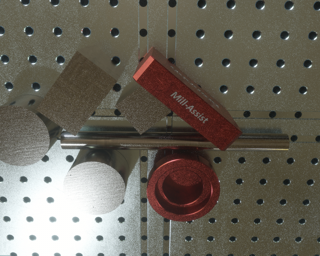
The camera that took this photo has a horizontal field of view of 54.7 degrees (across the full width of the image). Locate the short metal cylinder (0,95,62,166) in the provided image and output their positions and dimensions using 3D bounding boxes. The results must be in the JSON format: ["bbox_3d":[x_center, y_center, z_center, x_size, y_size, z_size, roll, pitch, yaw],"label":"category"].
[{"bbox_3d":[-0.174,0.002,0.399,0.081,0.050,0.079,0,110,0],"label":"short metal cylinder"}]

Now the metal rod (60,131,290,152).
[{"bbox_3d":[0.020,0.018,0.420,0.302,0.025,0.025,1,110,-1],"label":"metal rod"}]

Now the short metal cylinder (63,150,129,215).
[{"bbox_3d":[-0.085,0.071,0.425,0.081,0.050,0.079,0,110,0],"label":"short metal cylinder"}]

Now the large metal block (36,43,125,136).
[{"bbox_3d":[-0.089,-0.048,0.366,0.050,0.080,0.080,37,106,-13],"label":"large metal block"}]

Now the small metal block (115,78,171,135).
[{"bbox_3d":[-0.021,-0.028,0.403,0.050,0.025,0.050,-37,106,12],"label":"small metal block"}]

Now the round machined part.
[{"bbox_3d":[0.031,0.078,0.433,0.099,0.042,0.097,0,110,0],"label":"round machined part"}]

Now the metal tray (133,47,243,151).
[{"bbox_3d":[0.031,-0.037,0.365,0.130,0.090,0.030,38,106,-13],"label":"metal tray"}]
